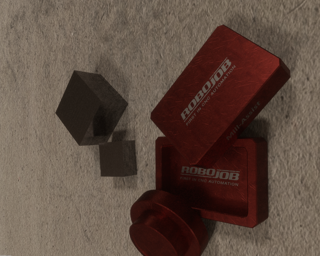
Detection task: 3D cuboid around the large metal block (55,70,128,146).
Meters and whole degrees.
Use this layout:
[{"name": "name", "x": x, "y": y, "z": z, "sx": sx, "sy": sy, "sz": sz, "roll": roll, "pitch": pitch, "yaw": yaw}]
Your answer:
[{"name": "large metal block", "x": -0.106, "y": -0.030, "z": 0.474, "sx": 0.080, "sy": 0.050, "sz": 0.080, "roll": 46, "pitch": 117, "yaw": 30}]

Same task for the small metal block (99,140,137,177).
[{"name": "small metal block", "x": -0.062, "y": 0.045, "z": 0.454, "sx": 0.050, "sy": 0.025, "sz": 0.050, "roll": -7, "pitch": 86, "yaw": 39}]

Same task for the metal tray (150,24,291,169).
[{"name": "metal tray", "x": 0.057, "y": -0.033, "z": 0.328, "sx": 0.130, "sy": 0.030, "sz": 0.090, "roll": -52, "pitch": 50, "yaw": 13}]

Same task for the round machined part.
[{"name": "round machined part", "x": 0.003, "y": 0.124, "z": 0.363, "sx": 0.098, "sy": 0.042, "sz": 0.097, "roll": 21, "pitch": 131, "yaw": 27}]

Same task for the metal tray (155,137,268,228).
[{"name": "metal tray", "x": 0.054, "y": 0.055, "z": 0.355, "sx": 0.130, "sy": 0.030, "sz": 0.089, "roll": -1, "pitch": 90, "yaw": 39}]
